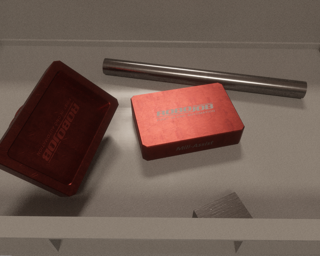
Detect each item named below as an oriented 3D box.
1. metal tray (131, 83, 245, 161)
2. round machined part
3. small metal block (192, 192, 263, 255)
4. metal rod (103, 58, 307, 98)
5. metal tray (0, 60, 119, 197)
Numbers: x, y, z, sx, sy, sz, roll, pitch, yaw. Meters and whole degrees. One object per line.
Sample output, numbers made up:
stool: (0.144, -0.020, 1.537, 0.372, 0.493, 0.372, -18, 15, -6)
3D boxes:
metal tray: (0.033, -0.012, 0.412, 0.131, 0.030, 0.090, -10, 51, -9)
round machined part: (-0.143, -0.003, 0.395, 0.099, 0.042, 0.098, 0, 50, 0)
small metal block: (0.068, 0.102, 0.321, 0.050, 0.025, 0.050, -19, 53, -16)
metal rod: (0.063, -0.076, 0.470, 0.302, 0.025, 0.025, 8, 51, 6)
metal tray: (-0.113, 0.001, 0.349, 0.090, 0.030, 0.130, 35, 61, -25)
